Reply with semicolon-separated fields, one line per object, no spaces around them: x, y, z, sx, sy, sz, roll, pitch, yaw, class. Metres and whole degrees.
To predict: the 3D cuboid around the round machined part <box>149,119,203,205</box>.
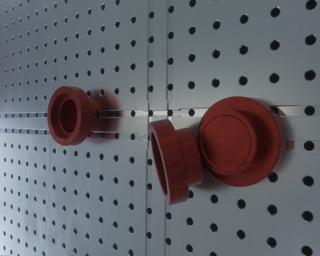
0.019;0.036;0.361;0.098;0.042;0.098;169;89;-82;round machined part

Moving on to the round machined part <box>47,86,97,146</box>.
-0.143;-0.020;0.518;0.098;0.042;0.097;0;90;40;round machined part

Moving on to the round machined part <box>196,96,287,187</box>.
0.080;0.014;0.333;0.098;0.042;0.097;0;90;40;round machined part
